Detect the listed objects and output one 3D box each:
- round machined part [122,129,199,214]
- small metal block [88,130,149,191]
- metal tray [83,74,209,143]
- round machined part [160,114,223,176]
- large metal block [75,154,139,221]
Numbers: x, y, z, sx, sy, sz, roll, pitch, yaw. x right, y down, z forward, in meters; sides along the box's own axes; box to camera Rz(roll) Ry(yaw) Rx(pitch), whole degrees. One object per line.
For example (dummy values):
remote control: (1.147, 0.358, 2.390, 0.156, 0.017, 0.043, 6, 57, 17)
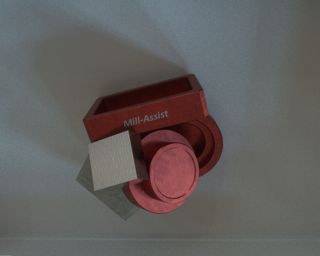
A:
round machined part: (0.006, 0.050, 0.357, 0.099, 0.042, 0.097, 1, 88, -33)
small metal block: (-0.044, 0.036, 0.324, 0.050, 0.025, 0.050, -19, 71, 19)
metal tray: (-0.015, -0.026, 0.365, 0.131, 0.090, 0.030, -14, 110, 4)
round machined part: (0.030, 0.016, 0.408, 0.099, 0.042, 0.097, 0, 110, -1)
large metal block: (-0.052, 0.057, 0.401, 0.050, 0.080, 0.080, -42, 105, 14)
